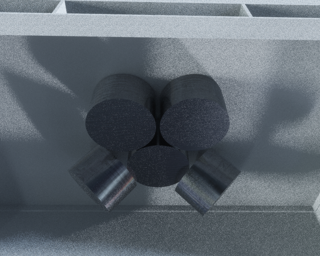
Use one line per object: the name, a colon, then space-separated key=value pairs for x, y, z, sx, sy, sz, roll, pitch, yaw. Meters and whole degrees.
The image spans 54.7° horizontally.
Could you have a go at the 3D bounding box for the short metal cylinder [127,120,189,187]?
short metal cylinder: x=-0.002 y=0.035 z=0.418 sx=0.081 sy=0.050 sz=0.079 roll=0 pitch=130 yaw=0

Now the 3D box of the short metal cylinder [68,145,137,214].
short metal cylinder: x=-0.078 y=0.069 z=0.421 sx=0.050 sy=0.080 sz=0.080 roll=-44 pitch=132 yaw=-22

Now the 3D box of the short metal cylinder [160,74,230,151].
short metal cylinder: x=0.040 y=-0.018 z=0.376 sx=0.081 sy=0.050 sz=0.079 roll=0 pitch=130 yaw=0

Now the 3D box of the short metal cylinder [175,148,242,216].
short metal cylinder: x=0.066 y=0.074 z=0.427 sx=0.050 sy=0.081 sz=0.079 roll=40 pitch=129 yaw=18

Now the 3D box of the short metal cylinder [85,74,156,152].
short metal cylinder: x=-0.045 y=-0.017 z=0.374 sx=0.081 sy=0.050 sz=0.079 roll=0 pitch=130 yaw=0
